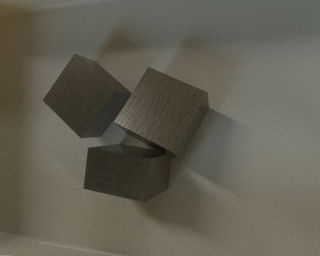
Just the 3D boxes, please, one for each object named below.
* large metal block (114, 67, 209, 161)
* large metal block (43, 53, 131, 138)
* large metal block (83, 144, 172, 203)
[{"bbox_3d":[0.005,-0.017,0.382,0.080,0.050,0.080,27,79,17],"label":"large metal block"},{"bbox_3d":[-0.100,-0.043,0.431,0.080,0.050,0.080,42,103,15],"label":"large metal block"},{"bbox_3d":[-0.037,0.053,0.393,0.080,0.080,0.050,8,93,19],"label":"large metal block"}]
